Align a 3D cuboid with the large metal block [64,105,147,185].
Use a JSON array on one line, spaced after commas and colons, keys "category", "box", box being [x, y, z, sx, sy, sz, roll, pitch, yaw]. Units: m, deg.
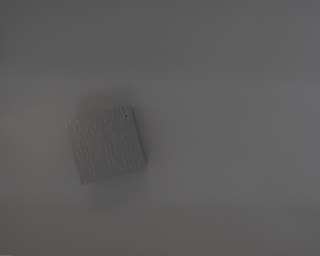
[{"category": "large metal block", "box": [-0.066, 0.020, 0.399, 0.080, 0.050, 0.080, -15, 90, 0]}]
